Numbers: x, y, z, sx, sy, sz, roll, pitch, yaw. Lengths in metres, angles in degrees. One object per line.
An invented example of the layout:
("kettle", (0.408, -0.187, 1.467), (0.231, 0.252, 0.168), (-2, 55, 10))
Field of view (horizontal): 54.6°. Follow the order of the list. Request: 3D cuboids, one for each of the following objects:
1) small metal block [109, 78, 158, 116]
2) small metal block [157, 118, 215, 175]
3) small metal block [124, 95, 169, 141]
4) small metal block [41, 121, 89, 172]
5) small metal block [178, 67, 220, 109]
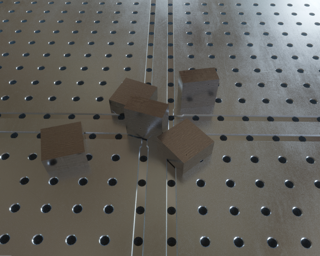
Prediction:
("small metal block", (-0.037, -0.041, 0.442), (0.050, 0.025, 0.050), (19, 53, 15))
("small metal block", (0.031, 0.022, 0.390), (0.050, 0.025, 0.050), (-32, 57, -24))
("small metal block", (-0.017, -0.011, 0.401), (0.050, 0.050, 0.025), (15, 52, 12))
("small metal block", (-0.120, 0.023, 0.388), (0.050, 0.025, 0.050), (-11, 51, -10))
("small metal block", (0.053, -0.056, 0.439), (0.050, 0.050, 0.025), (-7, 51, -6))
